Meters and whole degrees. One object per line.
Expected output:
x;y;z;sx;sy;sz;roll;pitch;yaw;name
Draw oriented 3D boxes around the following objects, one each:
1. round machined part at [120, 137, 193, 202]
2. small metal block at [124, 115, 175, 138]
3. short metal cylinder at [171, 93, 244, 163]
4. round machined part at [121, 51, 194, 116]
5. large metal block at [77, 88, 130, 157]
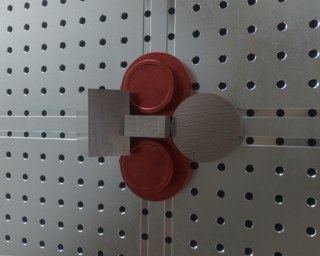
-0.009;0.048;0.407;0.098;0.042;0.097;0;90;20;round machined part
-0.009;-0.002;0.379;0.050;0.050;0.025;2;91;20;small metal block
0.059;0.000;0.377;0.080;0.050;0.080;0;90;20;short metal cylinder
-0.008;-0.052;0.406;0.098;0.042;0.097;0;90;20;round machined part
-0.077;-0.006;0.404;0.050;0.080;0.080;0;90;-25;large metal block
